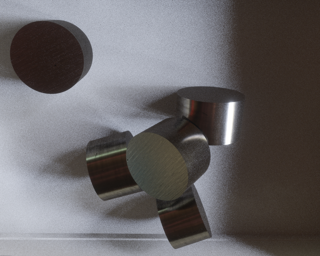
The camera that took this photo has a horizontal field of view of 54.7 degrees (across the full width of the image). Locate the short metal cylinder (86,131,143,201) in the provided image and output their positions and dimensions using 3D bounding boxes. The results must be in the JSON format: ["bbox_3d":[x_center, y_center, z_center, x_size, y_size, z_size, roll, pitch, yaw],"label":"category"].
[{"bbox_3d":[-0.055,0.048,0.399,0.050,0.080,0.080,-16,110,5],"label":"short metal cylinder"}]

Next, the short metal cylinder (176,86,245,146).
[{"bbox_3d":[0.060,-0.017,0.376,0.081,0.080,0.050,2,110,-1],"label":"short metal cylinder"}]

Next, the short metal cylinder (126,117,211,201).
[{"bbox_3d":[0.009,0.034,0.348,0.080,0.050,0.079,15,118,31],"label":"short metal cylinder"}]

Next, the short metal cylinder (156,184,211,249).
[{"bbox_3d":[0.033,0.118,0.426,0.050,0.080,0.080,-21,109,7],"label":"short metal cylinder"}]

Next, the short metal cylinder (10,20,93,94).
[{"bbox_3d":[-0.125,-0.085,0.365,0.081,0.050,0.079,0,110,-1],"label":"short metal cylinder"}]
